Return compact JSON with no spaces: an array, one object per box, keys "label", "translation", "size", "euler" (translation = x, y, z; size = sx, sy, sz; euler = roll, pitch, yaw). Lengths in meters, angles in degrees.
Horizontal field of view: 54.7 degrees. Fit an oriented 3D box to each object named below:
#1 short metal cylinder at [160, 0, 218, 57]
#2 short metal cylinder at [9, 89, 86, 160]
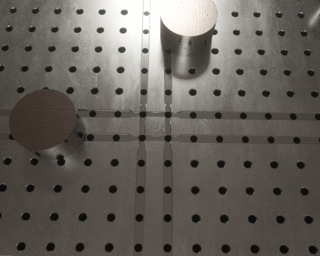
[{"label":"short metal cylinder","translation":[0.040,-0.153,0.455],"size":[0.081,0.050,0.080],"euler":[0,70,0]},{"label":"short metal cylinder","translation":[-0.142,-0.003,0.398],"size":[0.081,0.050,0.080],"euler":[0,70,0]}]
